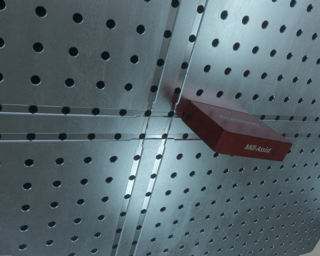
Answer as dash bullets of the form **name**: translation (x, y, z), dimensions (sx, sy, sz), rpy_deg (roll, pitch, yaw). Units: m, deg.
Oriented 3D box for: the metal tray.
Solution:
- **metal tray**: translation (0.106, 0.005, 0.429), dimensions (0.131, 0.090, 0.030), rpy_deg (9, 114, -32)
